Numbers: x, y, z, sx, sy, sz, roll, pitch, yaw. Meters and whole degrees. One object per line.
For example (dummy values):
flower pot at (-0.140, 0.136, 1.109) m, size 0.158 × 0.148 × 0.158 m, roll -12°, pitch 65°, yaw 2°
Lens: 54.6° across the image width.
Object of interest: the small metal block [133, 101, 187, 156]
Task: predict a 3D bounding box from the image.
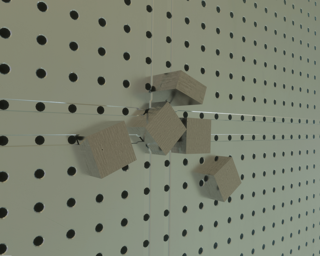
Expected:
small metal block at (0.001, 0.000, 0.409) m, size 0.050 × 0.025 × 0.050 m, roll -50°, pitch 119°, yaw -28°

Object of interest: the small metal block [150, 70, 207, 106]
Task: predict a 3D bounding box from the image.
small metal block at (0.025, -0.051, 0.412) m, size 0.050 × 0.050 × 0.025 m, roll 25°, pitch 75°, yaw -37°

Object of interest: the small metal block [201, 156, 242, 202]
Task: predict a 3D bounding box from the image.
small metal block at (0.098, 0.080, 0.490) m, size 0.050 × 0.025 × 0.050 m, roll -36°, pitch 112°, yaw -34°

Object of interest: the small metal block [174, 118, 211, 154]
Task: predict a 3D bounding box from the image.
small metal block at (0.047, 0.011, 0.448) m, size 0.050 × 0.025 × 0.050 m, roll 3°, pitch 88°, yaw -40°

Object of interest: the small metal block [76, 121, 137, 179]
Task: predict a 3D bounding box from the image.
small metal block at (-0.061, 0.023, 0.358) m, size 0.050 × 0.025 × 0.050 m, roll -26°, pitch 107°, yaw -37°
